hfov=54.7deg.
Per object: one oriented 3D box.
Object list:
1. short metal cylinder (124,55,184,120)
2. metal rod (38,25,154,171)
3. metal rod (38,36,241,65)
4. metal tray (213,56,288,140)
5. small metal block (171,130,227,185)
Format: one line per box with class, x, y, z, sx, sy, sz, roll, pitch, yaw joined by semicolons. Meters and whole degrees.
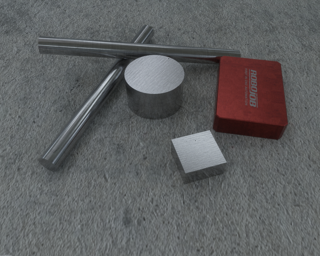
short metal cylinder;-0.007;-0.058;0.435;0.081;0.050;0.080;0;50;0
metal rod;-0.077;-0.063;0.455;0.025;0.025;0.301;17;52;14
metal rod;-0.024;-0.116;0.472;0.302;0.025;0.025;1;50;-10
metal tray;0.126;-0.048;0.441;0.090;0.030;0.130;8;50;6
small metal block;0.045;0.035;0.374;0.050;0.025;0.050;-13;51;-11
